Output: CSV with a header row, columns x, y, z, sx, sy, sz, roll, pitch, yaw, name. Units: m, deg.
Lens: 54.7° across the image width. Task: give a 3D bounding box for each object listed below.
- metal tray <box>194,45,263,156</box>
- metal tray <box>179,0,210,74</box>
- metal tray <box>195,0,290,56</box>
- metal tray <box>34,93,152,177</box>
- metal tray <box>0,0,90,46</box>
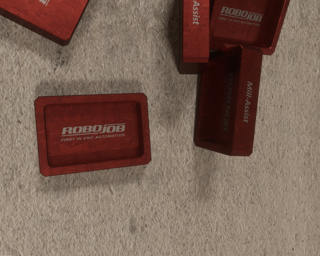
x,y,z,sx,sy,sz,roll,pitch,yaw,name
0.085,-0.034,0.400,0.030,0.090,0.129,4,94,-24,metal tray
0.041,-0.138,0.388,0.030,0.090,0.129,0,90,1,metal tray
0.112,-0.150,0.418,0.131,0.030,0.089,-4,116,-31,metal tray
-0.079,0.005,0.377,0.131,0.030,0.089,-5,92,-20,metal tray
-0.123,-0.174,0.361,0.090,0.030,0.130,25,81,-19,metal tray
